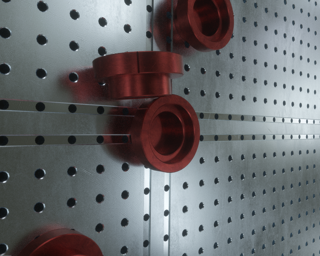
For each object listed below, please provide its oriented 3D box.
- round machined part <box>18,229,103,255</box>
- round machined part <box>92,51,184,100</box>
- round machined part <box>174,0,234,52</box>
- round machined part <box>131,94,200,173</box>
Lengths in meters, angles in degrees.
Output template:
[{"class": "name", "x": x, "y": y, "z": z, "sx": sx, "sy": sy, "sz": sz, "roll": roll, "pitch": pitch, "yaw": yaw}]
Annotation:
[{"class": "round machined part", "x": -0.099, "y": 0.158, "z": 0.315, "sx": 0.099, "sy": 0.042, "sz": 0.097, "roll": 0, "pitch": 90, "yaw": -40}, {"class": "round machined part", "x": -0.023, "y": -0.054, "z": 0.341, "sx": 0.099, "sy": 0.098, "sz": 0.042, "roll": -7, "pitch": 94, "yaw": -40}, {"class": "round machined part", "x": 0.059, "y": -0.158, "z": 0.446, "sx": 0.099, "sy": 0.042, "sz": 0.097, "roll": 0, "pitch": 90, "yaw": -40}, {"class": "round machined part", "x": 0.003, "y": 0.007, "z": 0.399, "sx": 0.099, "sy": 0.042, "sz": 0.097, "roll": 0, "pitch": 91, "yaw": -40}]
